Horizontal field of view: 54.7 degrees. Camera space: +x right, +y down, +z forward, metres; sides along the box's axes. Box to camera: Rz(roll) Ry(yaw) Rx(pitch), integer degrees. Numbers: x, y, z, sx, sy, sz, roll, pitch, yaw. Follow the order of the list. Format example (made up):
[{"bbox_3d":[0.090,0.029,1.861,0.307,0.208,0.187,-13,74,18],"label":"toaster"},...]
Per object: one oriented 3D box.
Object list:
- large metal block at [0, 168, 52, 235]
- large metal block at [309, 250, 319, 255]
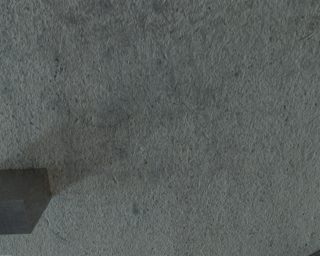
[{"bbox_3d":[-0.202,0.096,0.414,0.080,0.080,0.050,-2,110,1],"label":"large metal block"},{"bbox_3d":[0.255,0.252,0.491,0.080,0.050,0.080,-36,106,12],"label":"large metal block"}]
